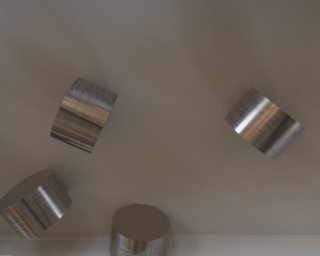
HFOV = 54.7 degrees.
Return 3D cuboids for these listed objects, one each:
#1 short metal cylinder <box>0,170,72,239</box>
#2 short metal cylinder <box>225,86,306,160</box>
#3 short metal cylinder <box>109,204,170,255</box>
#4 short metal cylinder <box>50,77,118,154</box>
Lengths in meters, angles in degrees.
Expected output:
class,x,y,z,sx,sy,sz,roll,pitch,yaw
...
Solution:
class,x,y,z,sx,sy,sz,roll,pitch,yaw
short metal cylinder,-0.168,0.100,0.417,0.080,0.080,0.050,-26,108,9
short metal cylinder,0.128,-0.007,0.380,0.080,0.080,0.050,35,106,-12
short metal cylinder,-0.029,0.152,0.438,0.081,0.080,0.050,7,110,-3
short metal cylinder,-0.090,-0.015,0.376,0.050,0.080,0.080,25,108,-9
